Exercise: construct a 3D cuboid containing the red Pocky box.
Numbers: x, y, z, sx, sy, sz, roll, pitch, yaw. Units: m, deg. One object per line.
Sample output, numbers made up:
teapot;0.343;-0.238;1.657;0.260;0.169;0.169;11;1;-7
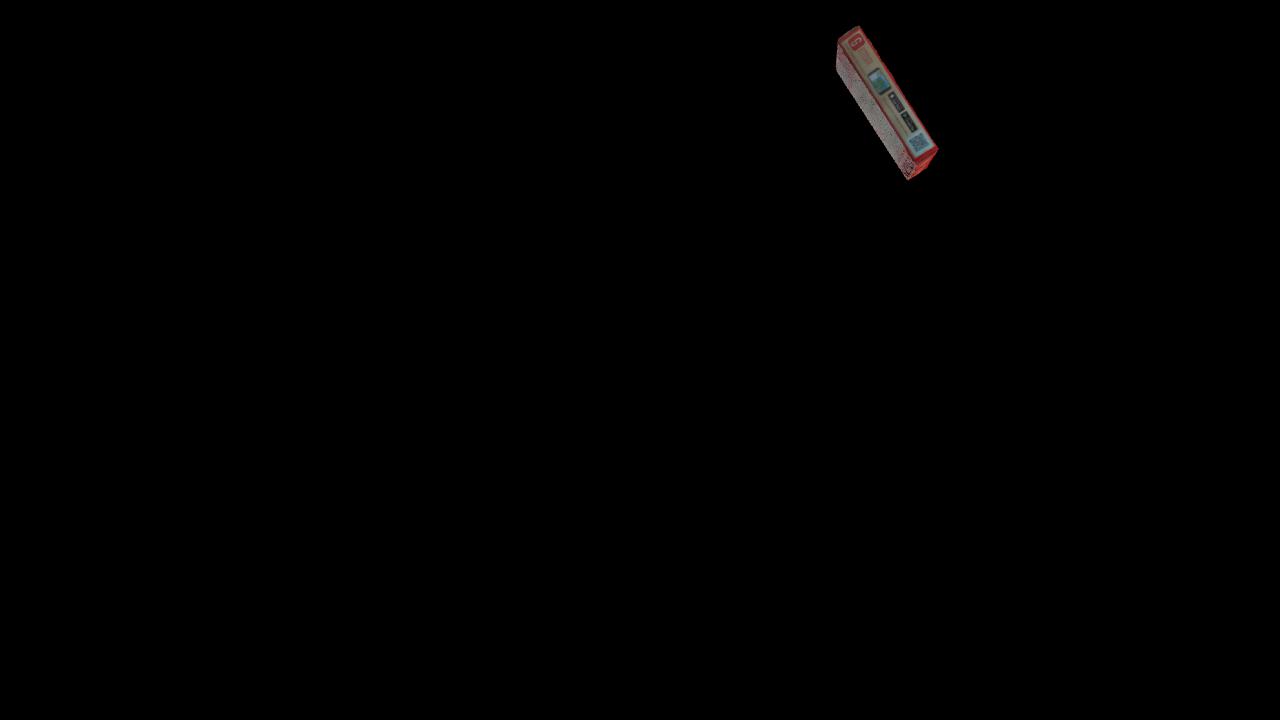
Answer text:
red Pocky box;0.260;-0.270;0.655;0.028;0.155;0.083;-31;-5;16
